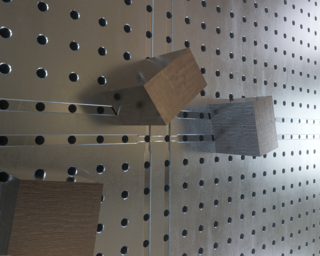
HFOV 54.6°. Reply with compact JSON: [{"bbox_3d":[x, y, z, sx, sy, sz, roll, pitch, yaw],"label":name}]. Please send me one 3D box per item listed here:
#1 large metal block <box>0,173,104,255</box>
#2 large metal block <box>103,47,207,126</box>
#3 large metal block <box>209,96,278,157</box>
[{"bbox_3d":[-0.108,0.089,0.302,0.081,0.050,0.080,12,83,-39],"label":"large metal block"},{"bbox_3d":[-0.006,-0.047,0.367,0.080,0.080,0.050,-45,117,-31],"label":"large metal block"},{"bbox_3d":[0.128,-0.004,0.479,0.050,0.080,0.080,-17,101,-39],"label":"large metal block"}]
